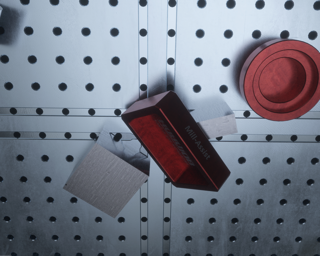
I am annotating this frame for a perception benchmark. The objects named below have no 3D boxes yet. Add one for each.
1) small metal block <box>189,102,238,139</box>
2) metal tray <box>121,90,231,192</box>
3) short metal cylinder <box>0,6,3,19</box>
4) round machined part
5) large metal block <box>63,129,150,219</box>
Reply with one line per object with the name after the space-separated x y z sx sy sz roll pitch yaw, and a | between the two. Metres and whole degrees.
0.067 -0.009 0.397 0.050 0.050 0.025 -13 110 4 | small metal block
0.018 0.021 0.388 0.030 0.090 0.130 -46 109 -29 | metal tray
-0.222 -0.122 0.337 0.080 0.080 0.050 23 109 -8 | short metal cylinder
0.148 -0.061 0.383 0.099 0.042 0.097 0 110 0 | round machined part
-0.070 0.061 0.422 0.080 0.050 0.080 35 106 -12 | large metal block
